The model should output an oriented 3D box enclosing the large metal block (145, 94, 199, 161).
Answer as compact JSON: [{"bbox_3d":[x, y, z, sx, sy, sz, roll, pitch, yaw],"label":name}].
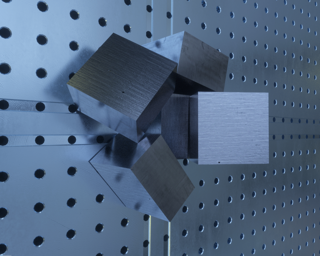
[{"bbox_3d":[0.016,-0.001,0.405,0.081,0.050,0.080,1,90,-40],"label":"large metal block"}]

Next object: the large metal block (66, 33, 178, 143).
[{"bbox_3d":[-0.037,-0.044,0.333,0.080,0.080,0.050,-56,167,-25],"label":"large metal block"}]

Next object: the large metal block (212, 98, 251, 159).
[{"bbox_3d":[0.089,0.000,0.436,0.050,0.080,0.080,0,90,-2],"label":"large metal block"}]

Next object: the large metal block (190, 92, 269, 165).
[{"bbox_3d":[0.079,0.000,0.368,0.080,0.050,0.080,0,89,-6],"label":"large metal block"}]

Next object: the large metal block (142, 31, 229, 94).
[{"bbox_3d":[0.027,-0.075,0.395,0.080,0.080,0.050,17,79,-39],"label":"large metal block"}]

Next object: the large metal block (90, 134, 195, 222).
[{"bbox_3d":[-0.020,0.053,0.354,0.050,0.080,0.080,-48,119,-30],"label":"large metal block"}]
